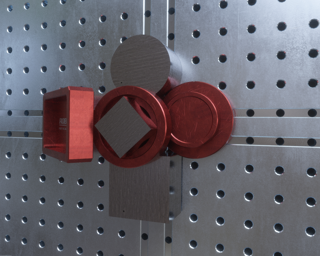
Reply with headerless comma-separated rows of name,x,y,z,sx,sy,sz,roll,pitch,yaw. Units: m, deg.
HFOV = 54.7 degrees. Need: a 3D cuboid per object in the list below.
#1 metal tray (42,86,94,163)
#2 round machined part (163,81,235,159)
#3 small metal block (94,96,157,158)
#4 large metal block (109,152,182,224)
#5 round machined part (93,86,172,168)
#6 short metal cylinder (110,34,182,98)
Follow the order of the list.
metal tray,-0.127,-0.005,0.416,0.130,0.030,0.089,2,91,57
round machined part,0.042,-0.010,0.387,0.098,0.042,0.097,0,90,20
small metal block,-0.039,-0.001,0.360,0.050,0.025,0.050,-43,77,15
large metal block,-0.018,0.073,0.402,0.080,0.050,0.080,1,90,20
round machined part,-0.032,-0.001,0.384,0.098,0.042,0.097,0,90,20
short metal cylinder,-0.017,-0.075,0.405,0.080,0.050,0.080,0,90,20
